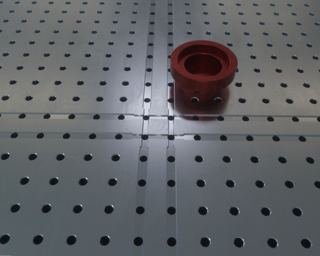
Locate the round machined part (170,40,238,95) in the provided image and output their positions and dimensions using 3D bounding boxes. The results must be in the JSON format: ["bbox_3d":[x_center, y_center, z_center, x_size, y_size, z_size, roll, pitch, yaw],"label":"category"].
[{"bbox_3d":[0.064,-0.087,0.471,0.099,0.042,0.098,0,50,0],"label":"round machined part"}]
